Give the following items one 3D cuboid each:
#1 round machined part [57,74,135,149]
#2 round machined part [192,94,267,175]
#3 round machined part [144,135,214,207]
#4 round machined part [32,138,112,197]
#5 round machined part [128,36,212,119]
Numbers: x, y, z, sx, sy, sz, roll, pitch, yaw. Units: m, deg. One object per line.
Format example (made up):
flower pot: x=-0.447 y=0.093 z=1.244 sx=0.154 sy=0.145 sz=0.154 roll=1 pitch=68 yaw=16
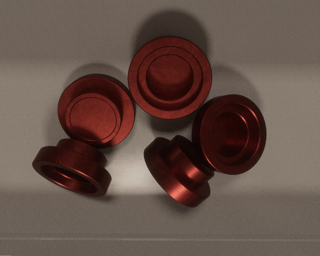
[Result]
round machined part: x=-0.081 y=-0.017 z=0.395 sx=0.099 sy=0.042 sz=0.097 roll=0 pitch=110 yaw=-1
round machined part: x=0.082 y=0.008 z=0.392 sx=0.099 sy=0.042 sz=0.097 roll=0 pitch=90 yaw=-25
round machined part: x=0.030 y=0.047 z=0.390 sx=0.098 sy=0.098 sz=0.042 roll=41 pitch=107 yaw=-14
round machined part: x=-0.109 y=0.049 z=0.401 sx=0.098 sy=0.042 sz=0.098 roll=15 pitch=149 yaw=9
round machined part: x=0.012 y=-0.063 z=0.379 sx=0.099 sy=0.042 sz=0.097 roll=0 pitch=110 yaw=-1
